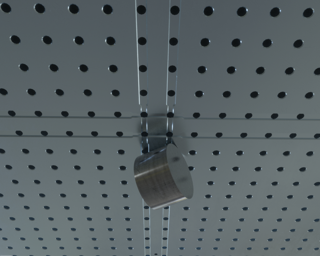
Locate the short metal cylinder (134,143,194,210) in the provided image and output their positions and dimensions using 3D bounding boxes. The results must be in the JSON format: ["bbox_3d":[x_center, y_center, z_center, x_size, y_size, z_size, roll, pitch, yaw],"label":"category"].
[{"bbox_3d":[0.006,0.068,0.433,0.050,0.080,0.080,-24,126,19],"label":"short metal cylinder"}]
